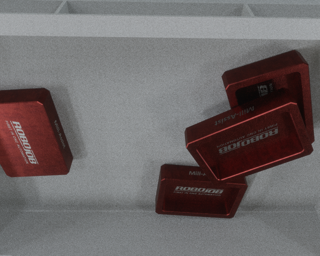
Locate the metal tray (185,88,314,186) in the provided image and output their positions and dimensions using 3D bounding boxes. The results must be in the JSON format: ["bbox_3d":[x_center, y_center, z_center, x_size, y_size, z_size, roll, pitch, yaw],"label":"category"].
[{"bbox_3d":[0.107,0.016,0.379,0.130,0.030,0.090,-23,127,18],"label":"metal tray"}]

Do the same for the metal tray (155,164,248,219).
[{"bbox_3d":[0.062,0.103,0.493,0.131,0.030,0.089,5,130,-5],"label":"metal tray"}]

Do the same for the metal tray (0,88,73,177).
[{"bbox_3d":[-0.178,0.011,0.413,0.091,0.030,0.129,-3,130,2],"label":"metal tray"}]

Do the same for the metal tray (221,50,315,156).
[{"bbox_3d":[0.138,-0.022,0.387,0.090,0.030,0.130,-16,129,13],"label":"metal tray"}]
